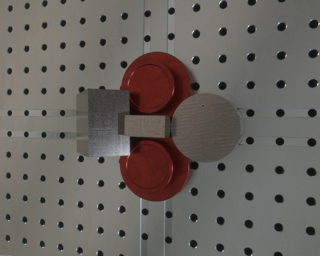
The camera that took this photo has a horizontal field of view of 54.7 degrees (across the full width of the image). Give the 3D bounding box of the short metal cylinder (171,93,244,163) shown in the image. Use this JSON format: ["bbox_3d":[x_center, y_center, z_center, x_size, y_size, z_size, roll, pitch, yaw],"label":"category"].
[{"bbox_3d":[0.059,0.000,0.377,0.080,0.050,0.080,0,90,20],"label":"short metal cylinder"}]

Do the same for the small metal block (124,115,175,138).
[{"bbox_3d":[-0.009,-0.002,0.379,0.050,0.050,0.025,2,91,20],"label":"small metal block"}]

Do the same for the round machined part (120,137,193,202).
[{"bbox_3d":[-0.009,0.048,0.407,0.098,0.042,0.097,0,90,20],"label":"round machined part"}]

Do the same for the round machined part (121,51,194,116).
[{"bbox_3d":[-0.008,-0.052,0.406,0.098,0.042,0.097,0,90,20],"label":"round machined part"}]

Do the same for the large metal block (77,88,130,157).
[{"bbox_3d":[-0.077,-0.006,0.404,0.050,0.080,0.080,0,90,-25],"label":"large metal block"}]
